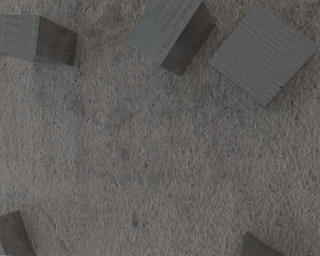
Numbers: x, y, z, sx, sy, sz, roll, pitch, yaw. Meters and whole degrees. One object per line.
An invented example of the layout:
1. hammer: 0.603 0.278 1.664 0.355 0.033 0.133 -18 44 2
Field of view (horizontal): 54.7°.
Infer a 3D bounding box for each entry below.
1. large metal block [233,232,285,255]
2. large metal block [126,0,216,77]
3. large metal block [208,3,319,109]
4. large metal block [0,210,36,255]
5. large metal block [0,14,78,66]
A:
1. large metal block: 0.116 0.170 0.339 0.080 0.080 0.050 29 100 17
2. large metal block: 0.017 -0.115 0.374 0.050 0.080 0.080 38 102 16
3. large metal block: 0.116 -0.079 0.355 0.080 0.050 0.080 43 103 15
4. large metal block: -0.256 0.187 0.486 0.080 0.050 0.080 -28 81 18
5. large metal block: -0.178 -0.124 0.443 0.080 0.080 0.050 9 93 20
